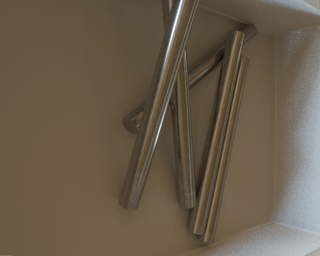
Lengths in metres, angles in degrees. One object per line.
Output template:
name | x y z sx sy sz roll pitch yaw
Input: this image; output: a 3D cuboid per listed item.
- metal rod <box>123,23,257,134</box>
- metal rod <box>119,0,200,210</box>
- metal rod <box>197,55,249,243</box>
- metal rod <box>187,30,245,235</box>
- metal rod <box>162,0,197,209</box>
metal rod | 0.060 -0.086 0.456 0.302 0.025 0.025 -41 115 -32
metal rod | 0.002 -0.044 0.332 0.025 0.025 0.298 1 113 -40
metal rod | 0.103 0.026 0.492 0.025 0.025 0.299 23 76 -38
metal rod | 0.083 0.005 0.457 0.025 0.025 0.298 14 87 -39
metal rod | 0.026 -0.033 0.394 0.025 0.025 0.298 -20 113 -38
